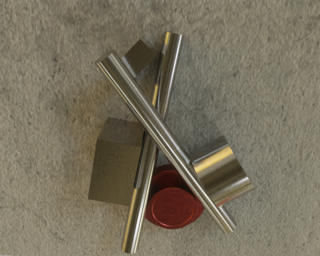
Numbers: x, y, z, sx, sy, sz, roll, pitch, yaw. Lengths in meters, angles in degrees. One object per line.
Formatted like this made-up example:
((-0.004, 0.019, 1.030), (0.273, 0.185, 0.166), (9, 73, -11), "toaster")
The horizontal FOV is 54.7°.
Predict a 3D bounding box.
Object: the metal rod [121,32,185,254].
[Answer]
((-0.013, 0.029, 0.405), (0.025, 0.025, 0.298), (11, 104, -5), "metal rod")

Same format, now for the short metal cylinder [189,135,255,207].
((0.081, 0.056, 0.404), (0.050, 0.080, 0.080), (-30, 108, 10), "short metal cylinder")

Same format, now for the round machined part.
((0.017, 0.104, 0.441), (0.099, 0.042, 0.097), (0, 110, -1), "round machined part")

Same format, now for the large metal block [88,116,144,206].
((-0.054, 0.039, 0.396), (0.050, 0.080, 0.079), (11, 110, -5), "large metal block")

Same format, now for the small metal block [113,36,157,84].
((-0.030, -0.080, 0.367), (0.050, 0.050, 0.025), (-43, 105, 14), "small metal block")

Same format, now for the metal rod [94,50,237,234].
((0.021, 0.035, 0.388), (0.025, 0.025, 0.299), (-31, 116, 10), "metal rod")
